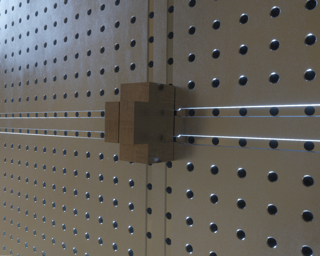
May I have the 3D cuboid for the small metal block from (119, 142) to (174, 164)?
[{"bbox_3d":[-0.017,0.030,0.408,0.050,0.050,0.025,2,91,40],"label":"small metal block"}]

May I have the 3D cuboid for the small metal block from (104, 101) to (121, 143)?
[{"bbox_3d":[-0.043,-0.007,0.396,0.025,0.050,0.050,2,92,40],"label":"small metal block"}]

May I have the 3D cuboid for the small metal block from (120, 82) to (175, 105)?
[{"bbox_3d":[-0.016,-0.044,0.407,0.050,0.050,0.025,3,92,40],"label":"small metal block"}]

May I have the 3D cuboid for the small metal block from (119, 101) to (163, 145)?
[{"bbox_3d":[-0.022,-0.006,0.380,0.025,0.050,0.050,3,92,41],"label":"small metal block"}]

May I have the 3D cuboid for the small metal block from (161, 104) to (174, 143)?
[{"bbox_3d":[-0.009,-0.007,0.417,0.050,0.025,0.050,2,92,41],"label":"small metal block"}]
